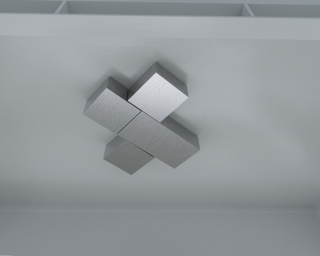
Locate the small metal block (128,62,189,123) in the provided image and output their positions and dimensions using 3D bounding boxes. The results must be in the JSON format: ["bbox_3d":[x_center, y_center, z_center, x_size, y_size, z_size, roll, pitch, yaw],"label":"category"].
[{"bbox_3d":[-0.002,-0.042,0.370,0.050,0.025,0.050,34,121,-26],"label":"small metal block"}]

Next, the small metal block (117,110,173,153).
[{"bbox_3d":[-0.019,-0.002,0.404,0.050,0.025,0.050,34,122,-26],"label":"small metal block"}]

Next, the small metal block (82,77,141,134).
[{"bbox_3d":[-0.058,-0.027,0.383,0.050,0.025,0.050,34,122,-26],"label":"small metal block"}]

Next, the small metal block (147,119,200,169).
[{"bbox_3d":[0.018,0.023,0.426,0.050,0.025,0.050,34,122,-26],"label":"small metal block"}]

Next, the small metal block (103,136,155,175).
[{"bbox_3d":[-0.043,0.034,0.435,0.050,0.025,0.050,35,123,-26],"label":"small metal block"}]
